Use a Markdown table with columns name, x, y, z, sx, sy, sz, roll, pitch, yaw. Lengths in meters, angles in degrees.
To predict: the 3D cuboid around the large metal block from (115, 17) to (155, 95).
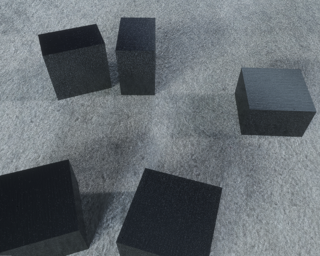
| name | x | y | z | sx | sy | sz | roll | pitch | yaw |
| --- | --- | --- | --- | --- | --- | --- | --- | --- | --- |
| large metal block | -0.032 | -0.105 | 0.455 | 0.050 | 0.080 | 0.080 | 0 | 50 | 0 |

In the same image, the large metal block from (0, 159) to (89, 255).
| name | x | y | z | sx | sy | sz | roll | pitch | yaw |
| --- | --- | --- | --- | --- | --- | --- | --- | --- | --- |
| large metal block | -0.123 | 0.087 | 0.312 | 0.081 | 0.050 | 0.080 | -13 | 51 | -11 |

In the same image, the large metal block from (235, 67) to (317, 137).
| name | x | y | z | sx | sy | sz | roll | pitch | yaw |
| --- | --- | --- | --- | --- | --- | --- | --- | --- | --- |
| large metal block | 0.151 | -0.036 | 0.419 | 0.081 | 0.050 | 0.080 | 2 | 50 | 1 |

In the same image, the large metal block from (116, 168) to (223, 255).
| name | x | y | z | sx | sy | sz | roll | pitch | yaw |
| --- | --- | --- | --- | --- | --- | --- | --- | --- | --- |
| large metal block | 0.012 | 0.095 | 0.307 | 0.080 | 0.050 | 0.080 | 13 | 51 | 10 |

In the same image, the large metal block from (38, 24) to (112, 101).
| name | x | y | z | sx | sy | sz | roll | pitch | yaw |
| --- | --- | --- | --- | --- | --- | --- | --- | --- | --- |
| large metal block | -0.119 | -0.094 | 0.445 | 0.081 | 0.080 | 0.050 | -16 | 52 | -13 |
